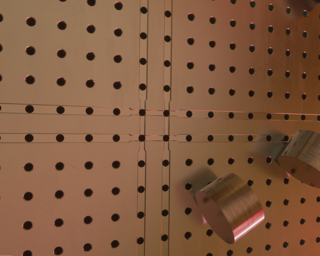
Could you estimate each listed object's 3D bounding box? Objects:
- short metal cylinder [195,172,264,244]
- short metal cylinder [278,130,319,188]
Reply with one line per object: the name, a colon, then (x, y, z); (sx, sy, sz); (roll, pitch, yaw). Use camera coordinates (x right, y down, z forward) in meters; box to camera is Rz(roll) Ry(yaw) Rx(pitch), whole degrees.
short metal cylinder: (0.093, 0.107, 0.419); (0.050, 0.080, 0.080); (-29, 100, -18)
short metal cylinder: (0.230, 0.048, 0.471); (0.080, 0.080, 0.050); (43, 77, -16)
